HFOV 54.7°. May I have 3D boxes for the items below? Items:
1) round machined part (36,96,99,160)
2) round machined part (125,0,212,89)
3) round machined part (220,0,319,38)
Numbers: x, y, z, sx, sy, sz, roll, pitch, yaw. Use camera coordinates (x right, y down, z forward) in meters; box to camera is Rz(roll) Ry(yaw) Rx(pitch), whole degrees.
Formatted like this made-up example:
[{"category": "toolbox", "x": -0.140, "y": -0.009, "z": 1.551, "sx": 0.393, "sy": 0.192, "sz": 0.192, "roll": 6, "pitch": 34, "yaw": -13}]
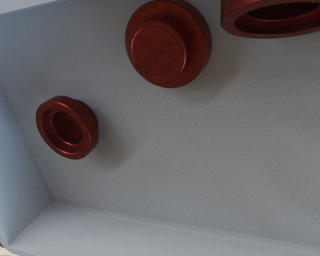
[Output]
[{"category": "round machined part", "x": -0.133, "y": -0.004, "z": 0.465, "sx": 0.098, "sy": 0.042, "sz": 0.097, "roll": 13, "pitch": 124, "yaw": 21}, {"category": "round machined part", "x": 0.004, "y": -0.089, "z": 0.341, "sx": 0.098, "sy": 0.042, "sz": 0.097, "roll": 13, "pitch": 124, "yaw": 21}, {"category": "round machined part", "x": 0.099, "y": -0.108, "z": 0.251, "sx": 0.098, "sy": 0.098, "sz": 0.042, "roll": 0, "pitch": 90, "yaw": 28}]
